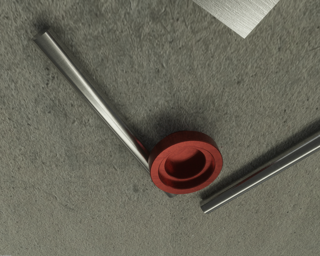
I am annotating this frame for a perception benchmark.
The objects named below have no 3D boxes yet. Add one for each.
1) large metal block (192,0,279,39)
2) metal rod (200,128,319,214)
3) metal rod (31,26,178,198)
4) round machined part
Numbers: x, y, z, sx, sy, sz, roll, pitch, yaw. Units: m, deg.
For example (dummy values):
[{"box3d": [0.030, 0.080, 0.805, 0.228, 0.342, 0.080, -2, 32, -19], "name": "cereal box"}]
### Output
[{"box3d": [0.068, -0.141, 0.271, 0.080, 0.050, 0.080, 27, 125, -22], "name": "large metal block"}, {"box3d": [0.177, 0.049, 0.451, 0.025, 0.025, 0.299, 35, 122, -26], "name": "metal rod"}, {"box3d": [-0.051, 0.001, 0.407, 0.025, 0.025, 0.300, -23, 127, 18], "name": "metal rod"}, {"box3d": [0.033, 0.042, 0.426, 0.099, 0.042, 0.097, -5, 126, -7], "name": "round machined part"}]
